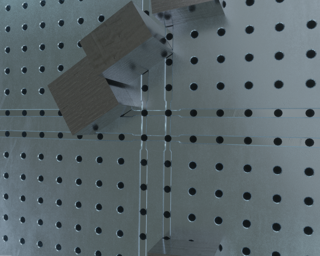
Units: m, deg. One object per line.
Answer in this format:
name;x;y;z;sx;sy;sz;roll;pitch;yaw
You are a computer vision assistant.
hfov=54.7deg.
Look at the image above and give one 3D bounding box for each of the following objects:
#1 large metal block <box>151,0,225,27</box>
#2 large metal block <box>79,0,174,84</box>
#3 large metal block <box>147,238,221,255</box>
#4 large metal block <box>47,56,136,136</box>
large metal block;0.033;-0.182;0.387;0.080;0.050;0.080;-6;88;19
large metal block;-0.039;-0.104;0.396;0.080;0.080;0.050;-32;80;17
large metal block;0.033;0.190;0.387;0.080;0.050;0.079;-3;89;19
large metal block;-0.095;-0.044;0.431;0.080;0.050;0.080;-32;80;17
